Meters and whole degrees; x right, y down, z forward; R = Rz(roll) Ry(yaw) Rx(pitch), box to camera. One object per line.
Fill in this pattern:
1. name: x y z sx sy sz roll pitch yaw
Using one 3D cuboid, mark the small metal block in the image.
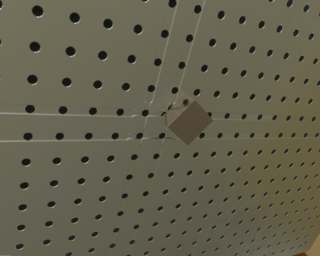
1. small metal block: 0.037 -0.012 0.426 0.050 0.025 0.050 -45 130 3
